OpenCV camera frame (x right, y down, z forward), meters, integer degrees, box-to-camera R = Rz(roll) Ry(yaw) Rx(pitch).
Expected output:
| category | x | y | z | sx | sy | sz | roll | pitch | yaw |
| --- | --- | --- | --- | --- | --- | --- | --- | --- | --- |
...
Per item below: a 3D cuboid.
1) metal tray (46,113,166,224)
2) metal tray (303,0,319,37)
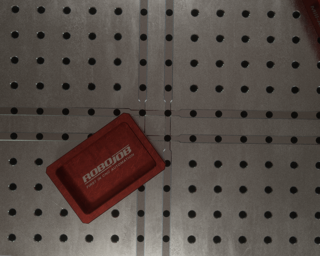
| category | x | y | z | sx | sy | sz | roll | pitch | yaw |
| --- | --- | --- | --- | --- | --- | --- | --- | --- | --- |
| metal tray | -0.069 | 0.051 | 0.409 | 0.130 | 0.030 | 0.090 | -36 | 90 | -1 |
| metal tray | 0.254 | -0.161 | 0.414 | 0.090 | 0.030 | 0.129 | -25 | 90 | -1 |
